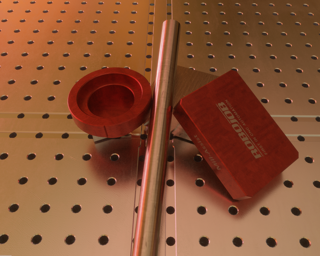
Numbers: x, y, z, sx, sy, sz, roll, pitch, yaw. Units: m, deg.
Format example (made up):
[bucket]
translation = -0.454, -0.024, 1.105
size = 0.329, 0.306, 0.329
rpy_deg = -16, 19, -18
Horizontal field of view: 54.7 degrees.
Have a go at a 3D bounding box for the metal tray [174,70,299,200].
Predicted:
[metal tray]
translation = 0.088, 0.006, 0.363
size = 0.091, 0.030, 0.130
rpy_deg = -32, 82, -23

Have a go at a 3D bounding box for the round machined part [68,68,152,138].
[round machined part]
translation = -0.058, -0.026, 0.378
size = 0.099, 0.042, 0.098
rpy_deg = -2, 51, 2

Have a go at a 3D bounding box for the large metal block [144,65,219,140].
[large metal block]
translation = 0.030, -0.036, 0.417
size = 0.080, 0.050, 0.080
rpy_deg = 18, 52, 14

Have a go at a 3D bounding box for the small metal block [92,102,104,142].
[small metal block]
translation = -0.072, -0.015, 0.416
size = 0.050, 0.025, 0.050
rpy_deg = -17, 52, -14

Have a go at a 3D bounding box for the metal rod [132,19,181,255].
[metal rod]
translation = 0.000, 0.000, 0.351
size = 0.025, 0.025, 0.299
rpy_deg = 5, 66, 4
